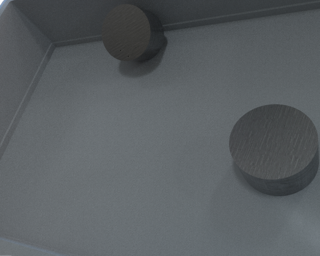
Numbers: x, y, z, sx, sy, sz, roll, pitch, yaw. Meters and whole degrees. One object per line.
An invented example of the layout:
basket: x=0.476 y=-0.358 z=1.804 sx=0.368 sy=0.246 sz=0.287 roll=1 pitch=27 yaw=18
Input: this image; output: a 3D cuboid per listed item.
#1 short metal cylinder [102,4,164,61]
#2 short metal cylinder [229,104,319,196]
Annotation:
short metal cylinder: x=-0.041 y=-0.142 z=0.472 sx=0.080 sy=0.050 sz=0.079 roll=5 pitch=102 yaw=22
short metal cylinder: x=0.116 y=0.023 z=0.314 sx=0.080 sy=0.050 sz=0.080 roll=-13 pitch=56 yaw=20
